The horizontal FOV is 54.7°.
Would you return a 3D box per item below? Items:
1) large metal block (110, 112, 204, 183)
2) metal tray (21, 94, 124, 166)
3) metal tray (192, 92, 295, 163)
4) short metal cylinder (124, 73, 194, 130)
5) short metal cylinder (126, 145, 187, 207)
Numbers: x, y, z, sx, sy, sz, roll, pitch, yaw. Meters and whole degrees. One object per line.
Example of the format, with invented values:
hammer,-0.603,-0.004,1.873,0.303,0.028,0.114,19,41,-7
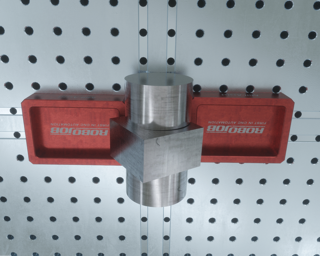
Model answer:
large metal block,-0.006,0.017,0.375,0.081,0.080,0.050,-11,114,-33
metal tray,-0.107,0.003,0.410,0.131,0.030,0.089,1,110,-1
metal tray,0.102,0.000,0.411,0.131,0.030,0.089,1,110,-1
short metal cylinder,-0.002,-0.035,0.371,0.081,0.080,0.050,1,110,-1
short metal cylinder,-0.004,0.059,0.405,0.081,0.080,0.050,2,110,-1
